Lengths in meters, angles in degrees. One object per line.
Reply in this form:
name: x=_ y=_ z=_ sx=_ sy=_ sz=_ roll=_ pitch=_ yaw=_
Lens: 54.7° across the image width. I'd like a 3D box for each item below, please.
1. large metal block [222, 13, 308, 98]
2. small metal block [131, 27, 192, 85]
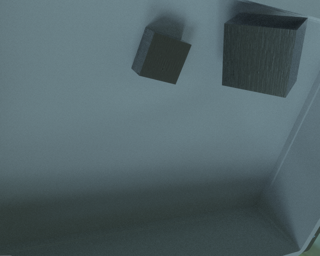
large metal block: x=0.125 y=-0.091 z=0.378 sx=0.050 sy=0.080 sz=0.079 roll=-43 pitch=139 yaw=-42
small metal block: x=0.001 y=-0.083 z=0.360 sx=0.050 sy=0.025 sz=0.050 roll=8 pitch=114 yaw=-33
